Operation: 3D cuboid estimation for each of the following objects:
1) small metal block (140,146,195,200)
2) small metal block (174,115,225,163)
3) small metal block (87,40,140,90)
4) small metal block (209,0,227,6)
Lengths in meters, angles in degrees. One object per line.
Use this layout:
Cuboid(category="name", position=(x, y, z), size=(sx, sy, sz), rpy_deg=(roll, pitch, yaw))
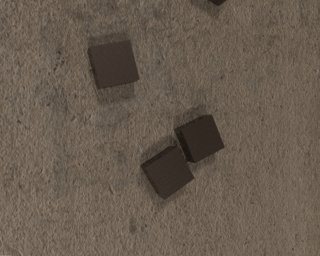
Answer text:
Cuboid(category="small metal block", position=(0.010, 0.059, 0.414), size=(0.050, 0.025, 0.050), rpy_deg=(-33, 101, -17))
Cuboid(category="small metal block", position=(0.055, 0.014, 0.431), size=(0.050, 0.025, 0.050), rpy_deg=(-26, 99, -19))
Cuboid(category="small metal block", position=(-0.058, -0.079, 0.388), size=(0.050, 0.025, 0.050), rpy_deg=(-15, 96, -20))
Cuboid(category="small metal block", position=(0.077, -0.212, 0.439), size=(0.050, 0.025, 0.050), rpy_deg=(25, 82, -19))
